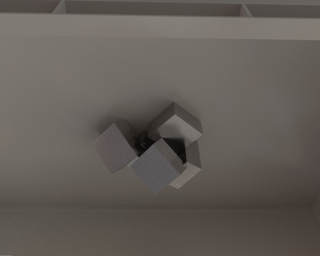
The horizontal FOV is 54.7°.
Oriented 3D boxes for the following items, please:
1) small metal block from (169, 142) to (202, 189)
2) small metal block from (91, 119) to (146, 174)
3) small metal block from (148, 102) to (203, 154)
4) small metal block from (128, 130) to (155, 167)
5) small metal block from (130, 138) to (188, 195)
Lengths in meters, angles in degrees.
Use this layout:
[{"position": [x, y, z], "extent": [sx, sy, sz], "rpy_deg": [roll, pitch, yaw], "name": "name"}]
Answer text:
[{"position": [0.030, 0.048, 0.432], "extent": [0.025, 0.050, 0.050], "rpy_deg": [29, 124, -22], "name": "small metal block"}, {"position": [-0.055, 0.025, 0.411], "extent": [0.050, 0.025, 0.050], "rpy_deg": [-40, 82, 28], "name": "small metal block"}, {"position": [0.020, 0.002, 0.409], "extent": [0.050, 0.025, 0.050], "rpy_deg": [35, 122, -26], "name": "small metal block"}, {"position": [-0.019, 0.038, 0.439], "extent": [0.050, 0.025, 0.050], "rpy_deg": [35, 122, -26], "name": "small metal block"}, {"position": [-0.002, 0.050, 0.401], "extent": [0.050, 0.025, 0.050], "rpy_deg": [49, 121, 5], "name": "small metal block"}]
